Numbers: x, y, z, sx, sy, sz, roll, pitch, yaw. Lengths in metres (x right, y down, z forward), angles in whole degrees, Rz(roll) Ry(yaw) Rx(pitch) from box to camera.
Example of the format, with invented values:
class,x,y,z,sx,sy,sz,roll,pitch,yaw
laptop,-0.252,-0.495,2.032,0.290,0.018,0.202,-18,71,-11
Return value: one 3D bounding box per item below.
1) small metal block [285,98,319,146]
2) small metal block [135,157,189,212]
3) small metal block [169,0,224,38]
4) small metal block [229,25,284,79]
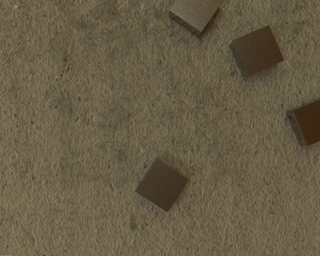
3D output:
class,x,y,z,sx,sy,sz,roll,pitch,yaw
small metal block,0.204,-0.009,0.411,0.050,0.025,0.050,-22,90,0
small metal block,0.002,0.074,0.410,0.050,0.025,0.050,33,90,0
small metal block,0.047,-0.158,0.410,0.050,0.025,0.050,34,90,0
small metal block,0.127,-0.100,0.411,0.050,0.025,0.050,-23,90,0
